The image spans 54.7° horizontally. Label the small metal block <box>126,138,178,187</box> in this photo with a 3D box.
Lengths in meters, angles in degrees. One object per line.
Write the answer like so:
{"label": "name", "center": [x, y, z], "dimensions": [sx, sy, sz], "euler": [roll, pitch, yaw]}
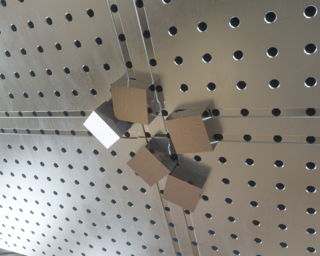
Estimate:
{"label": "small metal block", "center": [-0.012, 0.050, 0.447], "dimensions": [0.050, 0.025, 0.050], "euler": [45, 129, -3]}

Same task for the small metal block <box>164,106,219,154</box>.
{"label": "small metal block", "center": [0.040, 0.004, 0.391], "dimensions": [0.050, 0.025, 0.050], "euler": [-8, 115, 31]}

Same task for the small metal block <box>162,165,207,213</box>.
{"label": "small metal block", "center": [0.035, 0.087, 0.445], "dimensions": [0.050, 0.025, 0.050], "euler": [22, 127, 14]}

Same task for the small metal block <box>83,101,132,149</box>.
{"label": "small metal block", "center": [-0.076, -0.004, 0.440], "dimensions": [0.050, 0.025, 0.050], "euler": [47, 144, -5]}

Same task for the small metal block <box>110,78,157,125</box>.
{"label": "small metal block", "center": [-0.034, -0.035, 0.406], "dimensions": [0.050, 0.025, 0.050], "euler": [11, 123, 21]}
